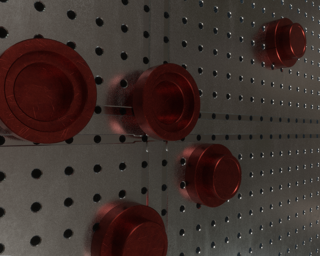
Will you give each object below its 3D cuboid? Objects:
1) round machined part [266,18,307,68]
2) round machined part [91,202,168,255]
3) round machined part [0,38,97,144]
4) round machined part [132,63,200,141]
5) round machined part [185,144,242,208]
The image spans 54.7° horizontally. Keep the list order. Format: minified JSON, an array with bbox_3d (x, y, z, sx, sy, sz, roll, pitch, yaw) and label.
[{"bbox_3d":[0.255,-0.170,0.616,0.099,0.042,0.097,0,90,-40],"label":"round machined part"},{"bbox_3d":[-0.029,0.143,0.376,0.099,0.042,0.097,0,90,-40],"label":"round machined part"},{"bbox_3d":[-0.116,-0.034,0.302,0.099,0.042,0.097,0,90,-40],"label":"round machined part"},{"bbox_3d":[0.004,-0.032,0.403,0.099,0.042,0.097,0,90,-40],"label":"round machined part"},{"bbox_3d":[0.088,0.073,0.475,0.099,0.042,0.097,0,90,-40],"label":"round machined part"}]
